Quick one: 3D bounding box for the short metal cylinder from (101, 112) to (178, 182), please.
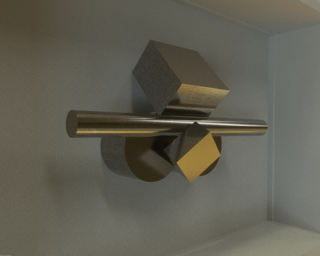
[{"bbox_3d":[-0.023,0.021,0.372,0.081,0.050,0.079,0,90,-40],"label":"short metal cylinder"}]

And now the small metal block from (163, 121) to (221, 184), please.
[{"bbox_3d":[0.038,0.029,0.360,0.050,0.025,0.050,-42,137,-9],"label":"small metal block"}]

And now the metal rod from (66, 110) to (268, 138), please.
[{"bbox_3d":[0.037,-0.002,0.373,0.302,0.025,0.025,1,90,-40],"label":"metal rod"}]

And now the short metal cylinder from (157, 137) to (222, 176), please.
[{"bbox_3d":[0.039,0.023,0.424,0.081,0.050,0.079,0,90,-40],"label":"short metal cylinder"}]

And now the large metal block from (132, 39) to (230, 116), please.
[{"bbox_3d":[0.025,-0.058,0.384,0.081,0.050,0.080,1,46,-40],"label":"large metal block"}]
